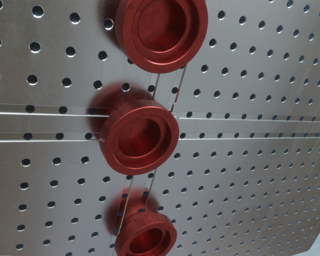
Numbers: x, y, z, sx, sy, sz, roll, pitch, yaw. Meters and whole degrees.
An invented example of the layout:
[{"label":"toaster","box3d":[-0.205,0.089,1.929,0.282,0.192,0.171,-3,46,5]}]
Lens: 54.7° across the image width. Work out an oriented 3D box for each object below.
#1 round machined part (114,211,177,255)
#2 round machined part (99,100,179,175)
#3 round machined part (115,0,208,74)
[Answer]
[{"label":"round machined part","box3d":[-0.026,0.173,0.495,0.099,0.042,0.097,-14,125,-21]},{"label":"round machined part","box3d":[-0.029,0.008,0.391,0.099,0.042,0.097,-14,125,-21]},{"label":"round machined part","box3d":[-0.001,-0.111,0.332,0.099,0.042,0.097,-14,125,-21]}]
